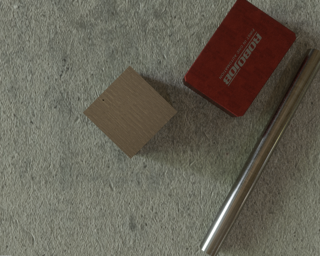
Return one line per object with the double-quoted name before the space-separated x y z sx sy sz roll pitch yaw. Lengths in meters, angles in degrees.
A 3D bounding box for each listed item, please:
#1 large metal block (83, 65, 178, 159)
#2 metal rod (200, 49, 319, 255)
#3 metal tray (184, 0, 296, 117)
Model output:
"large metal block" -0.036 -0.019 0.397 0.080 0.050 0.080 44 90 0
"metal rod" 0.136 0.032 0.411 0.025 0.025 0.299 29 90 0
"metal tray" 0.103 -0.090 0.408 0.090 0.030 0.130 34 90 0
